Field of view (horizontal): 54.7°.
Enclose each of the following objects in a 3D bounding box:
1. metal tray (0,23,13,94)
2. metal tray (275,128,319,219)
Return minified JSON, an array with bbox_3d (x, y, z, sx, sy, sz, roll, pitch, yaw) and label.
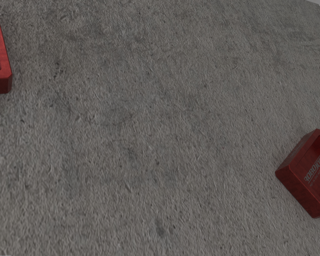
[{"bbox_3d":[-0.223,-0.096,0.338,0.091,0.030,0.130,-9,67,-32],"label":"metal tray"},{"bbox_3d":[0.249,0.068,0.492,0.131,0.030,0.090,-34,81,-38],"label":"metal tray"}]
